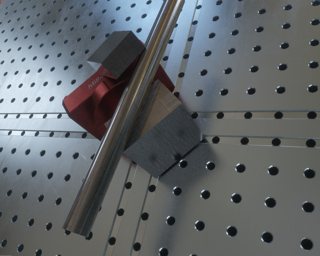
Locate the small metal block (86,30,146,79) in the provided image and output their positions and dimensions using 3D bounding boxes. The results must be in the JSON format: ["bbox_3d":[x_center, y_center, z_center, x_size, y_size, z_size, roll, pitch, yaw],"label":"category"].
[{"bbox_3d":[-0.052,-0.086,0.362,0.050,0.025,0.050,-50,33,-10],"label":"small metal block"}]

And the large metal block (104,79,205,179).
[{"bbox_3d":[-0.004,0.004,0.368,0.080,0.080,0.050,-40,51,1],"label":"large metal block"}]

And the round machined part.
[{"bbox_3d":[-0.038,-0.022,0.398,0.098,0.098,0.042,-41,51,0],"label":"round machined part"}]

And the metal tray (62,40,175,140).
[{"bbox_3d":[-0.052,-0.045,0.419,0.130,0.090,0.030,-40,51,1],"label":"metal tray"}]

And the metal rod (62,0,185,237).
[{"bbox_3d":[-0.029,-0.034,0.340,0.025,0.025,0.300,7,65,31],"label":"metal rod"}]
